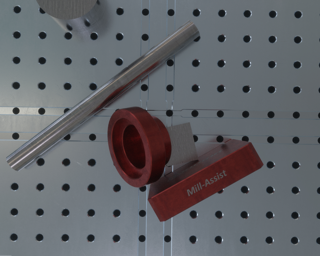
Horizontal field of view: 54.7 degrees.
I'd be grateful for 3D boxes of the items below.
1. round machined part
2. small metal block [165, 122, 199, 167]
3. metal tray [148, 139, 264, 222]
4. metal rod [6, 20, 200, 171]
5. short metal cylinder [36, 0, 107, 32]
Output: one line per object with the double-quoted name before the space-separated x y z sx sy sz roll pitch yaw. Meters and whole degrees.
"round machined part" -0.023 0.021 0.387 0.042 0.098 0.097 -14 90 -36
"small metal block" 0.020 0.022 0.414 0.050 0.025 0.050 -13 90 0
"metal tray" 0.050 0.059 0.381 0.130 0.090 0.030 -29 90 0
"metal rod" -0.075 -0.043 0.412 0.301 0.025 0.025 -37 90 0
"short metal cylinder" -0.113 -0.171 0.400 0.081 0.050 0.079 0 90 0
